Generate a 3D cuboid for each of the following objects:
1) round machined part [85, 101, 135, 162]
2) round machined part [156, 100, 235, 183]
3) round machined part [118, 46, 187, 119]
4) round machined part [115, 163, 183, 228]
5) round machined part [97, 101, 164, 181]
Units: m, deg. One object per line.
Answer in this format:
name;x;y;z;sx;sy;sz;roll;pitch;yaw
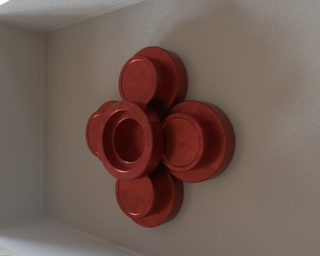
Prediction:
round machined part;-0.071;0.009;0.452;0.098;0.042;0.097;0;90;40
round machined part;0.034;0.016;0.365;0.098;0.042;0.097;0;90;40
round machined part;-0.016;-0.058;0.405;0.098;0.042;0.097;0;90;40
round machined part;-0.021;0.082;0.411;0.098;0.042;0.097;-2;87;39
round machined part;-0.032;0.015;0.392;0.098;0.042;0.097;0;90;40
